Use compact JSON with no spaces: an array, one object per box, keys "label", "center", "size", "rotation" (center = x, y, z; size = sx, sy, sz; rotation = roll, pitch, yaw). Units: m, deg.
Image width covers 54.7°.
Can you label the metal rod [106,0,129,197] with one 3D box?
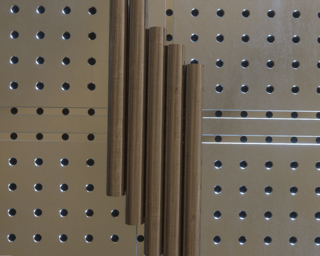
[{"label":"metal rod","center":[-0.056,-0.060,0.412],"size":[0.025,0.025,0.298],"rotation":[1,90,-1]}]

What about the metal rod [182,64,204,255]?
[{"label":"metal rod","center":[0.043,0.066,0.413],"size":[0.025,0.025,0.298],"rotation":[1,90,-1]}]

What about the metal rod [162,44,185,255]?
[{"label":"metal rod","center":[0.018,0.040,0.413],"size":[0.025,0.025,0.298],"rotation":[1,90,-1]}]

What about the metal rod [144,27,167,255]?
[{"label":"metal rod","center":[-0.006,0.018,0.413],"size":[0.025,0.025,0.298],"rotation":[1,90,-1]}]

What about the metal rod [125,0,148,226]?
[{"label":"metal rod","center":[-0.031,-0.023,0.412],"size":[0.025,0.025,0.298],"rotation":[1,90,-1]}]
